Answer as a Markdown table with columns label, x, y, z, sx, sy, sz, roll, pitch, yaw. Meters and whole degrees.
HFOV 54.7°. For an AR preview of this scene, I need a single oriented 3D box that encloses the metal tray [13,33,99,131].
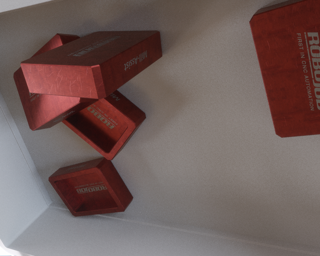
| label | x | y | z | sx | sy | sz | roll | pitch | yaw |
| --- | --- | --- | --- | --- | --- | --- | --- | --- | --- |
| metal tray | -0.145 | -0.057 | 0.419 | 0.130 | 0.030 | 0.090 | -22 | 86 | 38 |

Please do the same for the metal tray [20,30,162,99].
| label | x | y | z | sx | sy | sz | roll | pitch | yaw |
| --- | --- | --- | --- | --- | --- | --- | --- | --- | --- |
| metal tray | -0.064 | -0.073 | 0.328 | 0.090 | 0.131 | 0.030 | 7 | 122 | 24 |

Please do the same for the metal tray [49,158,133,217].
| label | x | y | z | sx | sy | sz | roll | pitch | yaw |
| --- | --- | --- | --- | --- | --- | --- | --- | --- | --- |
| metal tray | -0.120 | 0.104 | 0.530 | 0.130 | 0.030 | 0.090 | -16 | 110 | 34 |

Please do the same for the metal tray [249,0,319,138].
| label | x | y | z | sx | sy | sz | roll | pitch | yaw |
| --- | --- | --- | --- | --- | --- | --- | --- | --- | --- |
| metal tray | 0.146 | -0.057 | 0.293 | 0.090 | 0.030 | 0.129 | -8 | 115 | 31 |

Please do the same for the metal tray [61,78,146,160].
| label | x | y | z | sx | sy | sz | roll | pitch | yaw |
| --- | --- | --- | --- | --- | --- | --- | --- | --- | --- |
| metal tray | -0.095 | -0.025 | 0.437 | 0.130 | 0.030 | 0.089 | 40 | 129 | 0 |
